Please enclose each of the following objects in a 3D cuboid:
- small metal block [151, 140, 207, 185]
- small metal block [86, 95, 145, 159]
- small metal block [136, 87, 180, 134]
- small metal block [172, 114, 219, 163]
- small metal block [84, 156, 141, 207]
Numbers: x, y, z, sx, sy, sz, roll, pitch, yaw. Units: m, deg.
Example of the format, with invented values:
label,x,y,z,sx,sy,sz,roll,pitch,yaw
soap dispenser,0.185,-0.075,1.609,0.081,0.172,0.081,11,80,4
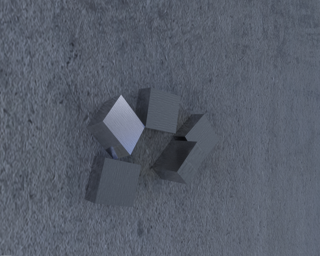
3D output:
label,x,y,z,sx,sy,sz,roll,pitch,yaw
small metal block,0.025,0.044,0.409,0.050,0.050,0.025,-53,121,-27
small metal block,-0.048,-0.001,0.353,0.050,0.025,0.050,55,36,-26
small metal block,-0.003,-0.021,0.402,0.050,0.025,0.050,12,82,-39
small metal block,0.053,0.015,0.449,0.050,0.025,0.050,-47,118,-30
small metal block,-0.054,0.062,0.359,0.050,0.025,0.050,18,79,-39
